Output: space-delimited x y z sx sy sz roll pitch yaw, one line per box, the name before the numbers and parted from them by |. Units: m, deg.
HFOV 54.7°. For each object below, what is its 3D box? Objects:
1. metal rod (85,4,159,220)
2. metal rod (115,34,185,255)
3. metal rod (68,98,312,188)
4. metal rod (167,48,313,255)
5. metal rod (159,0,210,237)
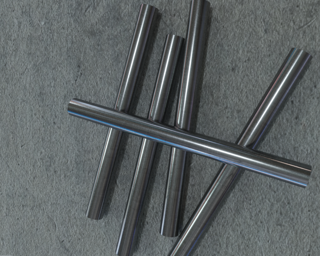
metal rod | -0.054 -0.018 0.427 0.025 0.025 0.298 18 96 19
metal rod | -0.014 0.027 0.413 0.025 0.025 0.298 15 95 19
metal rod | 0.019 0.011 0.374 0.301 0.025 0.025 16 96 19
metal rod | 0.091 0.044 0.376 0.025 0.025 0.299 32 100 17
metal rod | 0.031 -0.010 0.397 0.025 0.025 0.298 9 93 20
